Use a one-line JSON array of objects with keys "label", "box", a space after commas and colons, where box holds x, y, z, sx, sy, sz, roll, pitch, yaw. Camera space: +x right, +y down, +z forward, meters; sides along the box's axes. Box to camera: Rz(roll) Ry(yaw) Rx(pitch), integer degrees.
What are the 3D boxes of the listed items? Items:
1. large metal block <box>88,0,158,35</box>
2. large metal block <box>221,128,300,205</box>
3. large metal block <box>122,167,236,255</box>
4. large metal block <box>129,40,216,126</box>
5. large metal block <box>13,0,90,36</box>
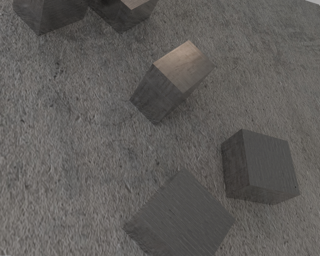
[{"label": "large metal block", "box": [-0.059, -0.204, 0.480, 0.080, 0.050, 0.080, 43, 51, 1]}, {"label": "large metal block", "box": [0.135, 0.055, 0.426, 0.081, 0.050, 0.080, 14, 56, -20]}, {"label": "large metal block", "box": [0.021, 0.104, 0.335, 0.080, 0.050, 0.080, 46, 51, 3]}, {"label": "large metal block", "box": [0.016, -0.059, 0.413, 0.050, 0.080, 0.080, 46, 51, 3]}, {"label": "large metal block", "box": [-0.137, -0.177, 0.403, 0.050, 0.080, 0.080, 46, 51, 4]}]
